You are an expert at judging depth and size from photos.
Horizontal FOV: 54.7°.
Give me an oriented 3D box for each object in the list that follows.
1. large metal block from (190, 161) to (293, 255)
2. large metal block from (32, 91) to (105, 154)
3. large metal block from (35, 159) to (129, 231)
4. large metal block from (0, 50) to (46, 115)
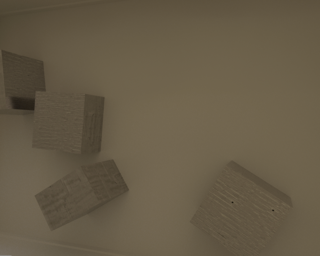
[{"bbox_3d":[0.095,0.096,0.364,0.080,0.050,0.080,33,101,17],"label":"large metal block"},{"bbox_3d":[-0.130,-0.009,0.443,0.080,0.050,0.079,5,92,20],"label":"large metal block"},{"bbox_3d":[-0.102,0.087,0.417,0.080,0.080,0.050,-32,80,17],"label":"large metal block"},{"bbox_3d":[-0.218,-0.063,0.458,0.050,0.080,0.080,-7,88,20],"label":"large metal block"}]
